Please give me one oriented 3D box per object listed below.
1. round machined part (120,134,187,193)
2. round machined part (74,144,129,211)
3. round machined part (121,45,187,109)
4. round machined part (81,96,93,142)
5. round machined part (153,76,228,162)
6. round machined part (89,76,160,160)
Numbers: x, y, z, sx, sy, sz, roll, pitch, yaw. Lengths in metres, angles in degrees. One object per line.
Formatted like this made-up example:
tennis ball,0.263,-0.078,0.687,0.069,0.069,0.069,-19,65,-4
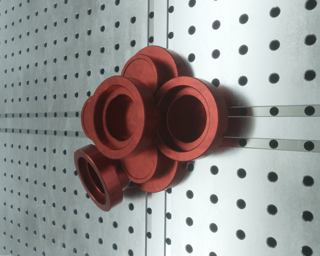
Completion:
round machined part,-0.015,0.037,0.412,0.098,0.042,0.097,0,90,40
round machined part,-0.081,0.067,0.450,0.098,0.042,0.097,34,137,38
round machined part,-0.015,-0.061,0.412,0.098,0.042,0.097,0,90,40
round machined part,-0.082,-0.015,0.467,0.098,0.042,0.097,0,90,40
round machined part,0.037,-0.011,0.368,0.098,0.042,0.097,0,90,40
round machined part,-0.040,-0.012,0.376,0.098,0.042,0.097,0,90,40
